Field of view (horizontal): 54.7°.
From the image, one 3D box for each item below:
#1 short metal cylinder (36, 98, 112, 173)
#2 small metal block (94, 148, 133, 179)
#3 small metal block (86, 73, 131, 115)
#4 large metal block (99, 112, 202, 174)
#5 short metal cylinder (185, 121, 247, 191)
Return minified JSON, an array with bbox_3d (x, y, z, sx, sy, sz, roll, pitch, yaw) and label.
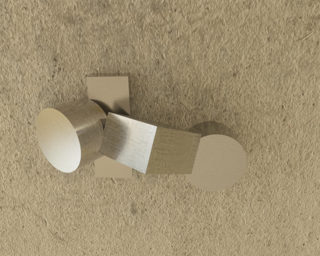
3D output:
[{"bbox_3d":[-0.105,0.008,0.380,0.080,0.050,0.079,14,115,33],"label":"short metal cylinder"},{"bbox_3d":[-0.062,0.040,0.425,0.050,0.025,0.050,3,110,-2],"label":"small metal block"},{"bbox_3d":[-0.063,-0.043,0.394,0.050,0.025,0.050,-1,110,0],"label":"small metal block"},{"bbox_3d":[-0.011,0.018,0.368,0.081,0.080,0.050,10,95,-48],"label":"large metal block"},{"bbox_3d":[0.068,0.036,0.412,0.081,0.050,0.079,0,110,-1],"label":"short metal cylinder"}]
